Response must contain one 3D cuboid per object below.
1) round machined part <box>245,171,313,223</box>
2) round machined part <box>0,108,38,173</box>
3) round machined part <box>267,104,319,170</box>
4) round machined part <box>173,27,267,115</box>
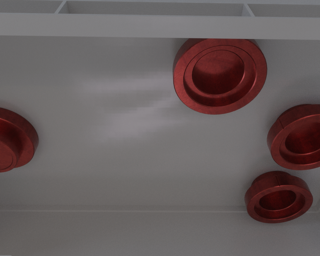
[{"bbox_3d":[0.183,0.105,0.489,0.099,0.042,0.097,0,130,0],"label":"round machined part"},{"bbox_3d":[-0.220,0.022,0.415,0.099,0.042,0.097,0,130,0],"label":"round machined part"},{"bbox_3d":[0.190,0.007,0.406,0.099,0.042,0.097,0,130,0],"label":"round machined part"},{"bbox_3d":[0.063,-0.065,0.343,0.099,0.042,0.097,0,130,0],"label":"round machined part"}]
